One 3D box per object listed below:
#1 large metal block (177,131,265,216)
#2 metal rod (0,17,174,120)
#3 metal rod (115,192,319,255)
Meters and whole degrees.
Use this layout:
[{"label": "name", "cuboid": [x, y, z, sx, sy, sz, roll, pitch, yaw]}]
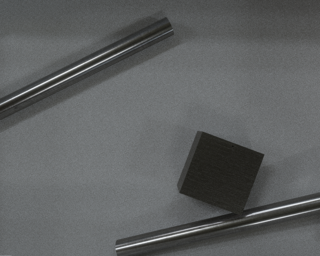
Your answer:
[{"label": "large metal block", "cuboid": [0.075, 0.055, 0.400, 0.080, 0.050, 0.080, 21, 90, -1]}, {"label": "metal rod", "cuboid": [-0.122, -0.068, 0.409, 0.301, 0.025, 0.025, -26, 90, -1]}, {"label": "metal rod", "cuboid": [0.090, 0.122, 0.395, 0.301, 0.025, 0.025, -15, 90, 6]}]
